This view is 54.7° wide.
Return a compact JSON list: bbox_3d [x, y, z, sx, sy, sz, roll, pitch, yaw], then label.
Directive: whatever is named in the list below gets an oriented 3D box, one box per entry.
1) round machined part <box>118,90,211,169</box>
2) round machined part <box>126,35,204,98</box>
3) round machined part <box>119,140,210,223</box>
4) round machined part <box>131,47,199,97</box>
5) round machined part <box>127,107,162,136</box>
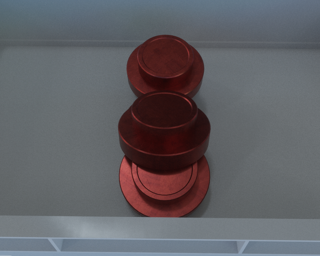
[{"bbox_3d":[0.005,-0.005,0.330,0.099,0.042,0.098,0,39,0],"label":"round machined part"},{"bbox_3d":[0.007,-0.078,0.391,0.099,0.042,0.098,0,62,0],"label":"round machined part"},{"bbox_3d":[0.005,0.049,0.333,0.099,0.042,0.098,0,65,0],"label":"round machined part"},{"bbox_3d":[0.007,-0.086,0.450,0.099,0.042,0.098,0,34,0],"label":"round machined part"},{"bbox_3d":[0.003,-0.013,0.403,0.099,0.042,0.098,0,49,0],"label":"round machined part"}]
